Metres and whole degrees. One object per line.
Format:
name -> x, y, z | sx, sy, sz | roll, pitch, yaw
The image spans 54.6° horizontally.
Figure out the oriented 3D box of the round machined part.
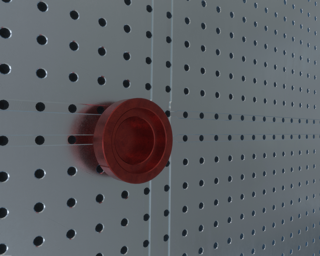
round machined part -> -0.035, 0.015, 0.368 | 0.099, 0.042, 0.097 | 0, 90, -40
